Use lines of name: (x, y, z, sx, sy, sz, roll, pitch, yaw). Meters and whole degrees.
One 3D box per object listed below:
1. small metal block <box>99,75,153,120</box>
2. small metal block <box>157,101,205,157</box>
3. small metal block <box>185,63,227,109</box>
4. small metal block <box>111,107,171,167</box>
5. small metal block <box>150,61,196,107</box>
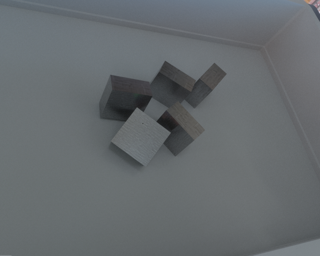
small metal block: (-0.044, -0.036, 0.387, 0.050, 0.050, 0.025, 7, 49, -25)
small metal block: (0.022, 0.002, 0.402, 0.050, 0.050, 0.025, 47, 51, 4)
small metal block: (0.067, -0.064, 0.467, 0.025, 0.050, 0.050, 43, 51, 0)
small metal block: (-0.023, 0.011, 0.373, 0.050, 0.025, 0.050, 37, 82, -4)
small metal block: (0.014, -0.058, 0.434, 0.050, 0.050, 0.025, 31, 52, -9)
